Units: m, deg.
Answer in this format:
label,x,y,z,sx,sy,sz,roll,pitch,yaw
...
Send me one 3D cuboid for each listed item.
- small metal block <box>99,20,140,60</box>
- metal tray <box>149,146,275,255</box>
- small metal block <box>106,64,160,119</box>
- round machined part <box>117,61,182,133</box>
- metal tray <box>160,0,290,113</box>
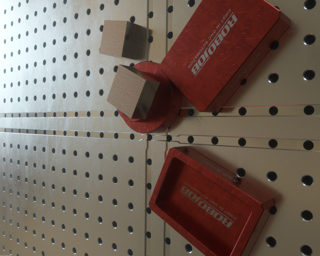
label,x,y,z,sx,sy,sz,roll,pitch,yaw
small metal block,-0.061,-0.131,0.460,0.050,0.025,0.050,18,101,38
metal tray,0.053,0.089,0.362,0.130,0.030,0.089,31,109,35
small metal block,-0.034,-0.045,0.383,0.050,0.025,0.050,35,111,34
round machined part,-0.023,-0.041,0.417,0.098,0.042,0.097,0,90,40
metal tray,0.066,-0.092,0.351,0.090,0.030,0.129,51,120,27
